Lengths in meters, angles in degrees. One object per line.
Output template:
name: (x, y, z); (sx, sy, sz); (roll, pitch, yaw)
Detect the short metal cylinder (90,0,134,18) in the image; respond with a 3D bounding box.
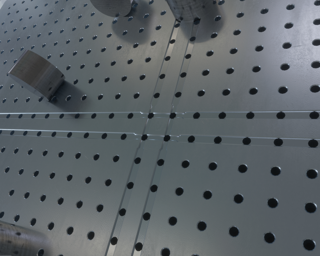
short metal cylinder: (-0.085, -0.253, 0.573); (0.080, 0.080, 0.050); (1, 62, 28)

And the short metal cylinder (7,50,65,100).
short metal cylinder: (-0.215, -0.091, 0.542); (0.080, 0.080, 0.050); (22, 74, 36)

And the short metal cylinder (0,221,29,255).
short metal cylinder: (-0.225, 0.164, 0.410); (0.080, 0.050, 0.080); (-13, 56, 21)

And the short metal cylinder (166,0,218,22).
short metal cylinder: (0.048, -0.220, 0.502); (0.080, 0.050, 0.080); (-13, 56, 21)
